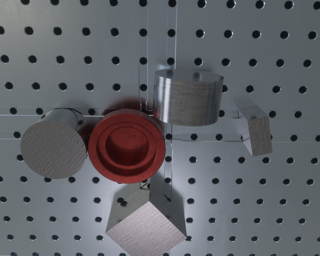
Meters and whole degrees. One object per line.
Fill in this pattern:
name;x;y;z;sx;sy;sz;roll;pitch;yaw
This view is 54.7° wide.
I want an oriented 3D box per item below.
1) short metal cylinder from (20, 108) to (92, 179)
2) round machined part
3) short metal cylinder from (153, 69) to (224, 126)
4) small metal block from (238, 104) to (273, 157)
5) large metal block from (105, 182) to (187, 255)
short metal cylinder;-0.132;0.019;0.406;0.081;0.050;0.079;0;110;0
round machined part;-0.042;0.021;0.411;0.099;0.042;0.097;-1;110;-1
short metal cylinder;0.032;-0.039;0.370;0.081;0.080;0.050;3;110;-2
small metal block;0.123;0.002;0.402;0.025;0.050;0.050;-12;110;4
large metal block;-0.019;0.140;0.451;0.080;0.050;0.080;-39;106;13
